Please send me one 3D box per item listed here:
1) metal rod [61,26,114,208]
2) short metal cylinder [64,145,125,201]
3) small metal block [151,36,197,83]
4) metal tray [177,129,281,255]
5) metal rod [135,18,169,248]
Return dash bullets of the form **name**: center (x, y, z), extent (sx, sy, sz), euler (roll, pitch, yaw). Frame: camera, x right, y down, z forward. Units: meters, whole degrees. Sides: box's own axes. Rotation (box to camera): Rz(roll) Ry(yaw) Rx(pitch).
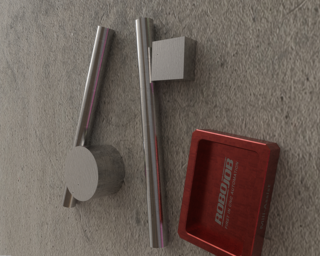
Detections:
- **metal rod**: center (-0.119, -0.011, 0.500), extent (0.025, 0.025, 0.298), euler (24, 105, 37)
- **short metal cylinder**: center (-0.099, 0.066, 0.468), extent (0.080, 0.050, 0.079), euler (0, 90, 39)
- **small metal block**: center (0.017, -0.084, 0.389), extent (0.050, 0.025, 0.050), euler (3, 92, 39)
- **metal tray**: center (0.072, 0.072, 0.340), extent (0.090, 0.030, 0.129), euler (13, 98, 39)
- **metal rod**: center (-0.011, 0.004, 0.412), extent (0.025, 0.025, 0.298), euler (-6, 86, 39)
